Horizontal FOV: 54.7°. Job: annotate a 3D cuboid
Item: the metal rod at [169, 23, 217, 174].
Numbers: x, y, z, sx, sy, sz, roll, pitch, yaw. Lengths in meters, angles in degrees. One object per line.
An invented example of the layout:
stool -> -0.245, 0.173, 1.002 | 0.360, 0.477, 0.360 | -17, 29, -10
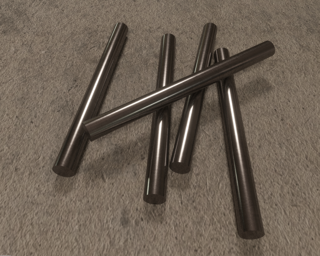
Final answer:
metal rod -> 0.056, -0.065, 0.458 | 0.025, 0.025, 0.300 | 10, 51, 8

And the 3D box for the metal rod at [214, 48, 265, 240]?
metal rod -> 0.097, -0.006, 0.409 | 0.025, 0.025, 0.300 | 1, 50, 1

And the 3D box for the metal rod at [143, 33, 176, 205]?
metal rod -> 0.004, -0.037, 0.433 | 0.025, 0.025, 0.300 | 3, 50, 2

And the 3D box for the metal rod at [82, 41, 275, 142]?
metal rod -> 0.040, -0.058, 0.418 | 0.302, 0.025, 0.025 | -27, 55, -21

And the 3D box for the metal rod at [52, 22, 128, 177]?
metal rod -> -0.091, -0.063, 0.454 | 0.025, 0.025, 0.300 | 7, 50, 5
